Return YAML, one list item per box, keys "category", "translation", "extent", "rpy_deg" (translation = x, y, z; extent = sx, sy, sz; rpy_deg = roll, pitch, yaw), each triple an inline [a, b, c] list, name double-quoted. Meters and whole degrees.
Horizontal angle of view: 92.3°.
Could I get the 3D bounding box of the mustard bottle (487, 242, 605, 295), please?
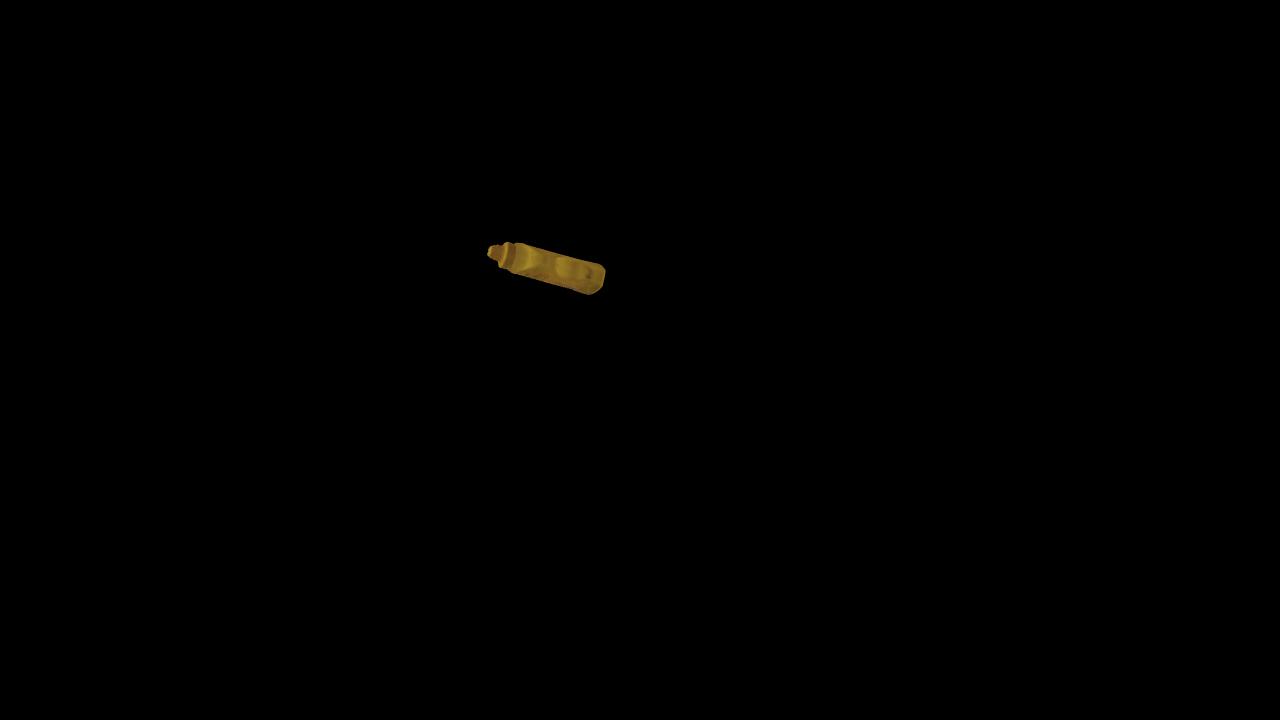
- category: "mustard bottle"
  translation: [-0.154, -0.151, 0.988]
  extent: [0.184, 0.054, 0.092]
  rpy_deg: [12, 4, -29]
